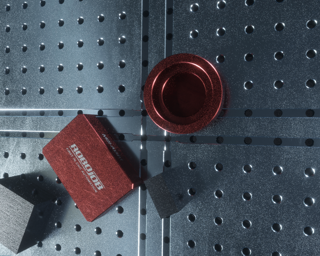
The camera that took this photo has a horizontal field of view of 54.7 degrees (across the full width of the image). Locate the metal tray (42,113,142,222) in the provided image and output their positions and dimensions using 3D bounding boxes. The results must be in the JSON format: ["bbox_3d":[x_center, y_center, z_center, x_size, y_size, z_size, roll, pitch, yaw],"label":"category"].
[{"bbox_3d":[-0.099,0.055,0.444,0.090,0.030,0.130,-41,78,15],"label":"metal tray"}]

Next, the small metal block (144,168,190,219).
[{"bbox_3d":[0.010,0.082,0.395,0.025,0.050,0.050,-28,81,18],"label":"small metal block"}]

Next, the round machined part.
[{"bbox_3d":[0.033,-0.042,0.391,0.098,0.042,0.097,0,90,19],"label":"round machined part"}]

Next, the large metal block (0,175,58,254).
[{"bbox_3d":[-0.217,0.129,0.474,0.080,0.050,0.080,24,98,18],"label":"large metal block"}]
